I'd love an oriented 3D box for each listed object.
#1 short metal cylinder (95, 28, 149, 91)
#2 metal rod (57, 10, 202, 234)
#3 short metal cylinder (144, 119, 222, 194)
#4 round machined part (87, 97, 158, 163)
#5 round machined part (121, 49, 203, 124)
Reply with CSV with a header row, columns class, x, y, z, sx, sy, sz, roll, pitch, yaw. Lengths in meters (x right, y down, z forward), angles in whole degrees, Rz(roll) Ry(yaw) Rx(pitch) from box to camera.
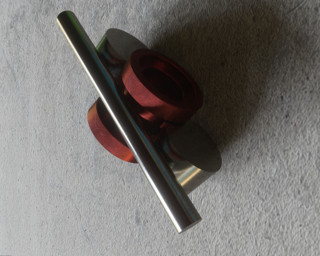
class,x,y,z,sx,sy,sz,roll,pitch,yaw
short metal cylinder,-0.049,-0.085,0.408,0.050,0.081,0.080,-46,63,30
metal rod,-0.047,-0.026,0.339,0.025,0.025,0.299,-47,62,29
short metal cylinder,0.023,0.030,0.350,0.050,0.081,0.080,-46,63,30
round machined part,-0.037,-0.008,0.385,0.042,0.099,0.098,-45,64,26
round machined part,-0.002,-0.043,0.359,0.042,0.099,0.098,-49,61,34
